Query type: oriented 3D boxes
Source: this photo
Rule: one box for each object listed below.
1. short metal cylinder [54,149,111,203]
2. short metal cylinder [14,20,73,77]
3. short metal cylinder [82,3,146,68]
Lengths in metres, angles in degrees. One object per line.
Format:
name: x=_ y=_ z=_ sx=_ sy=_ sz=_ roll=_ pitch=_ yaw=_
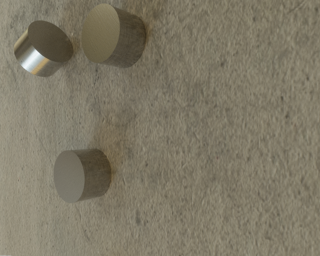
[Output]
short metal cylinder: x=-0.123 y=0.073 z=0.487 sx=0.080 sy=0.050 sz=0.079 roll=0 pitch=90 yaw=39
short metal cylinder: x=-0.198 y=-0.135 z=0.529 sx=0.050 sy=0.081 sz=0.080 roll=-29 pitch=72 yaw=36
short metal cylinder: x=-0.066 y=-0.129 z=0.441 sx=0.080 sy=0.050 sz=0.079 roll=0 pitch=90 yaw=39
